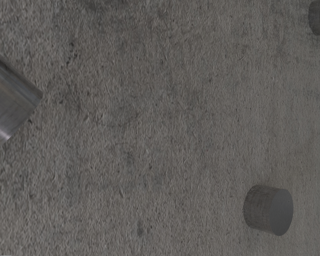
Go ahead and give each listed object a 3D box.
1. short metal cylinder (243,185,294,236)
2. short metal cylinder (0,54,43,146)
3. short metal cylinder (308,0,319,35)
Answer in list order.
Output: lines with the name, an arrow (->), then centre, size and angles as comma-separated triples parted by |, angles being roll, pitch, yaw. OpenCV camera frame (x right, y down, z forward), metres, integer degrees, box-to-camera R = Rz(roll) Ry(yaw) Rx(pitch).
short metal cylinder -> 0.194, 0.145, 0.551 | 0.081, 0.050, 0.080 | 0, 90, -40
short metal cylinder -> -0.143, -0.018, 0.249 | 0.050, 0.080, 0.080 | 48, 62, -30
short metal cylinder -> 0.383, -0.257, 0.708 | 0.081, 0.050, 0.080 | 0, 90, -40
